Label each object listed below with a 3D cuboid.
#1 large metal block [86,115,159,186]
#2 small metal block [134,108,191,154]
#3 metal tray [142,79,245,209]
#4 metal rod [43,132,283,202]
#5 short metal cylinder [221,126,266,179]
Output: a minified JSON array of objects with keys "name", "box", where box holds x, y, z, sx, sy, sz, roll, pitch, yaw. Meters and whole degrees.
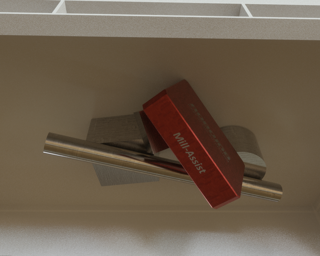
[{"name":"large metal block","box":[-0.046,0.030,0.416,0.080,0.050,0.080,-6,130,4]},{"name":"small metal block","box":[0.003,-0.003,0.361,0.050,0.025,0.050,-20,97,-18]},{"name":"metal tray","box":[0.043,0.012,0.343,0.030,0.090,0.130,-34,93,24]},{"name":"metal rod","box":[0.014,0.052,0.385,0.302,0.025,0.025,14,129,-12]},{"name":"short metal cylinder","box":[0.100,0.044,0.430,0.081,0.050,0.079,0,130,0]}]
